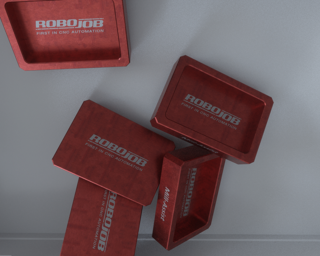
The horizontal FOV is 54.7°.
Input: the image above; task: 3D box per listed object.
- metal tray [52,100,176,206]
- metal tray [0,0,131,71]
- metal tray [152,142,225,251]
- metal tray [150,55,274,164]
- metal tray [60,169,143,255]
[{"bbox_3d":[-0.057,0.033,0.396,0.131,0.030,0.090,27,75,-10],"label":"metal tray"},{"bbox_3d":[-0.102,-0.113,0.349,0.131,0.030,0.089,-3,131,0],"label":"metal tray"},{"bbox_3d":[0.040,0.088,0.413,0.091,0.030,0.129,-11,117,-42],"label":"metal tray"},{"bbox_3d":[0.065,-0.020,0.380,0.131,0.030,0.090,24,77,-9],"label":"metal tray"},{"bbox_3d":[-0.072,0.122,0.413,0.091,0.030,0.130,11,71,-5],"label":"metal tray"}]
